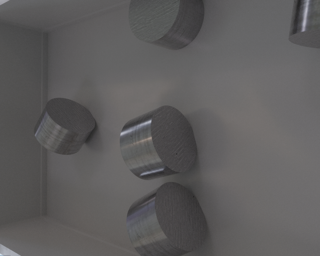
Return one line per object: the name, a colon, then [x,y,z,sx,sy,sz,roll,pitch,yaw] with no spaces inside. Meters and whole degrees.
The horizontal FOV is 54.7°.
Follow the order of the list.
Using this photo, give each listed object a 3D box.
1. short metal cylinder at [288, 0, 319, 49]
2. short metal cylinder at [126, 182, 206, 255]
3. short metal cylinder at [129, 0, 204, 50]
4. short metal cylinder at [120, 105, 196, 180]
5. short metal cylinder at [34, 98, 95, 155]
short metal cylinder: [0.149,-0.095,0.248,0.080,0.081,0.050,10,97,39]
short metal cylinder: [0.008,0.111,0.364,0.050,0.081,0.080,-38,67,34]
short metal cylinder: [0.007,-0.142,0.385,0.080,0.050,0.080,0,90,40]
short metal cylinder: [-0.001,0.019,0.372,0.050,0.081,0.080,-21,77,38]
short metal cylinder: [-0.152,-0.003,0.497,0.080,0.081,0.050,53,121,27]
